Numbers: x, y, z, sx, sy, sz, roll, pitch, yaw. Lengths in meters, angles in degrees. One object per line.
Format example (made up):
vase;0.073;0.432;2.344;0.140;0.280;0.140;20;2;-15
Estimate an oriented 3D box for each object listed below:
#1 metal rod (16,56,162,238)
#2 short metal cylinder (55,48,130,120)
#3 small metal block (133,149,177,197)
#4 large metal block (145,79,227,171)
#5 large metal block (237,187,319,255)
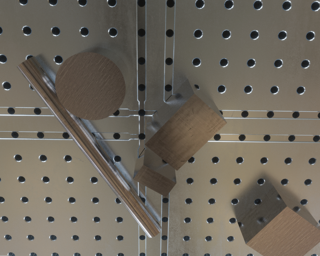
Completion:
metal rod;-0.087;0.038;0.426;0.025;0.025;0.299;-30;108;10
short metal cylinder;-0.080;-0.055;0.379;0.081;0.050;0.079;0;110;-1
small metal block;-0.007;0.060;0.422;0.050;0.050;0.025;31;107;-11
large metal block;0.028;-0.007;0.382;0.050;0.080;0.080;40;105;-14
large metal block;0.177;0.148;0.457;0.080;0.050;0.080;36;106;-13
